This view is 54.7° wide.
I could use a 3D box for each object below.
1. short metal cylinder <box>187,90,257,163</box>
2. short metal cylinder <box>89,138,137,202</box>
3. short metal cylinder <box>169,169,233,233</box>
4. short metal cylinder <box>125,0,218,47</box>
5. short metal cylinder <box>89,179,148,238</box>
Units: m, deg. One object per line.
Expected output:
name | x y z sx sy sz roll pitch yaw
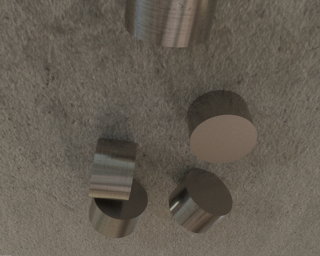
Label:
short metal cylinder | 0.076 -0.001 0.391 0.081 0.050 0.079 0 130 0
short metal cylinder | -0.063 0.056 0.418 0.050 0.080 0.079 9 130 -8
short metal cylinder | 0.061 0.109 0.465 0.080 0.080 0.050 21 127 -18
short metal cylinder | 0.010 -0.113 0.275 0.081 0.080 0.050 5 130 -5
short metal cylinder | -0.064 0.118 0.471 0.081 0.080 0.050 13 129 -11
